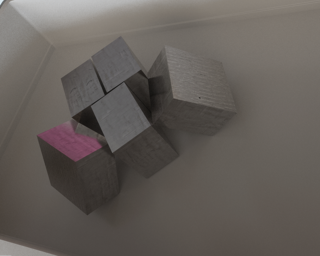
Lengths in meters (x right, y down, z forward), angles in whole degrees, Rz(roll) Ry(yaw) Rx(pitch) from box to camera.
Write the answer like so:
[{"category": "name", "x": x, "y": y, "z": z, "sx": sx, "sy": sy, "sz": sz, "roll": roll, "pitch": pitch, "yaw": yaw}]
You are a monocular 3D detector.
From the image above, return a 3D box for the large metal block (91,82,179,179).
[{"category": "large metal block", "x": -0.030, "y": 0.004, "z": 0.380, "sx": 0.050, "sy": 0.080, "sz": 0.080, "roll": -36, "pitch": 51, "yaw": 4}]

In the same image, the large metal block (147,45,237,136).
[{"category": "large metal block", "x": 0.035, "y": -0.043, "z": 0.367, "sx": 0.050, "sy": 0.081, "sz": 0.080, "roll": -52, "pitch": 36, "yaw": 46}]

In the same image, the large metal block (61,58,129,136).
[{"category": "large metal block", "x": -0.086, "y": -0.036, "z": 0.434, "sx": 0.050, "sy": 0.080, "sz": 0.080, "roll": -33, "pitch": 52, "yaw": 7}]

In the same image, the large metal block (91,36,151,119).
[{"category": "large metal block", "x": -0.042, "y": -0.065, "z": 0.429, "sx": 0.050, "sy": 0.080, "sz": 0.080, "roll": -34, "pitch": 52, "yaw": 6}]

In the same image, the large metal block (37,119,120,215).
[{"category": "large metal block", "x": -0.099, "y": 0.046, "z": 0.382, "sx": 0.080, "sy": 0.079, "sz": 0.050, "roll": 24, "pitch": 40, "yaw": 36}]
